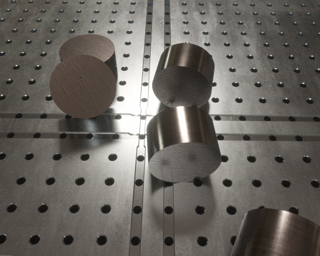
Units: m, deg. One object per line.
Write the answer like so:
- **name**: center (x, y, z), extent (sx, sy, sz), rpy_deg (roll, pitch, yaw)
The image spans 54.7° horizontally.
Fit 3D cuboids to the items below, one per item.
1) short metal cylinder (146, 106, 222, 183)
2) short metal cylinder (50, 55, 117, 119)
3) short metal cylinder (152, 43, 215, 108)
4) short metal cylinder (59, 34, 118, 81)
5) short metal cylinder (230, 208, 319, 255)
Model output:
- **short metal cylinder**: center (0.026, 0.021, 0.355), extent (0.081, 0.080, 0.050), rpy_deg (-3, 50, -3)
- **short metal cylinder**: center (-0.101, -0.056, 0.409), extent (0.081, 0.079, 0.050), rpy_deg (-13, 15, -11)
- **short metal cylinder**: center (0.034, -0.070, 0.431), extent (0.080, 0.080, 0.050), rpy_deg (9, 51, 7)
- **short metal cylinder**: center (-0.107, -0.099, 0.473), extent (0.081, 0.050, 0.080), rpy_deg (0, 50, 0)
- **short metal cylinder**: center (0.107, 0.116, 0.276), extent (0.080, 0.080, 0.050), rpy_deg (20, 53, 16)
